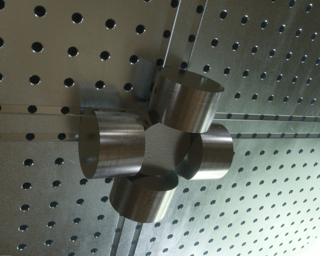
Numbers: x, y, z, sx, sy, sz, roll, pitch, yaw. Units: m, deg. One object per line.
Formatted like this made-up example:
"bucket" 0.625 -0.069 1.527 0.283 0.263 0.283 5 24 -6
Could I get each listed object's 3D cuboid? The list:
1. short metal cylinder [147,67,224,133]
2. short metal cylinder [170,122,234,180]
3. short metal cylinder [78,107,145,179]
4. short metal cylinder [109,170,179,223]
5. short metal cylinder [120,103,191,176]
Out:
"short metal cylinder" 0.030 -0.035 0.369 0.081 0.080 0.050 3 117 -30
"short metal cylinder" 0.054 0.031 0.424 0.050 0.080 0.079 4 117 -31
"short metal cylinder" -0.058 0.017 0.354 0.050 0.080 0.079 1 118 -30
"short metal cylinder" -0.022 0.079 0.411 0.081 0.080 0.050 6 115 -31
"short metal cylinder" -0.008 0.014 0.400 0.081 0.050 0.079 -15 125 -22
